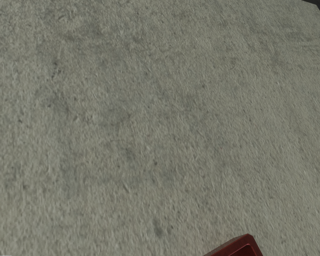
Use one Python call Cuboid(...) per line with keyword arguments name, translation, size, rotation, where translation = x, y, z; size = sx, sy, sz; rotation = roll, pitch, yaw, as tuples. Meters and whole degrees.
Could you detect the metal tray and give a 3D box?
Cuboid(name="metal tray", translation=(0.067, 0.181, 0.328), size=(0.131, 0.030, 0.090), rotation=(-14, 69, -34))
